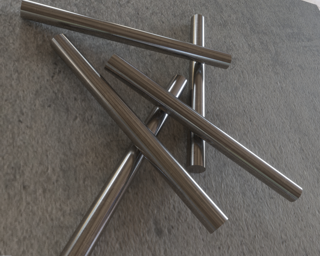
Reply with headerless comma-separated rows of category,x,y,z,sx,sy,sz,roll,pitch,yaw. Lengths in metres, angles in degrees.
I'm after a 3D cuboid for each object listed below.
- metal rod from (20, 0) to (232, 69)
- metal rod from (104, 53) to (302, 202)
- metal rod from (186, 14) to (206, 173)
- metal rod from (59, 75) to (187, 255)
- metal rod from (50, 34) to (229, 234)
metal rod,-0.036,-0.130,0.446,0.302,0.025,0.025,10,57,-16
metal rod,0.060,0.003,0.402,0.301,0.025,0.025,35,51,-6
metal rod,0.057,-0.072,0.480,0.025,0.025,0.300,18,55,-19
metal rod,-0.029,0.032,0.369,0.025,0.025,0.301,35,51,-6
metal rod,-0.035,-0.006,0.361,0.025,0.025,0.300,-29,69,-38
